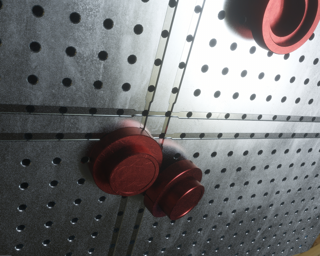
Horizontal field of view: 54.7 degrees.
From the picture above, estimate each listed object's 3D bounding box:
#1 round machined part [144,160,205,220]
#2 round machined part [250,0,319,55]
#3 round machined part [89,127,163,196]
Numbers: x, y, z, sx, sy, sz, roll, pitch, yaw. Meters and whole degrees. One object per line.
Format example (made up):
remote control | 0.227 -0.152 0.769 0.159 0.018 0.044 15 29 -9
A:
round machined part | 0.027 0.098 0.460 0.099 0.042 0.097 -30 144 -25
round machined part | 0.156 -0.148 0.396 0.099 0.042 0.097 -14 125 -21
round machined part | -0.040 0.051 0.411 0.099 0.042 0.097 -14 125 -21
